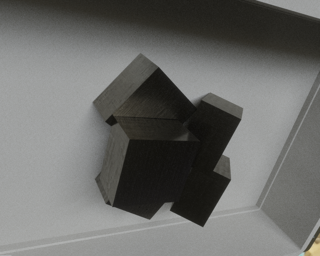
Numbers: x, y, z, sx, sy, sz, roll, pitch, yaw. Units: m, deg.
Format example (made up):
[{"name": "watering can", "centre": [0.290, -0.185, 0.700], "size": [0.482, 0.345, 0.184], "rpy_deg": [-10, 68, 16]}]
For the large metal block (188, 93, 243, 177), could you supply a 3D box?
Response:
[{"name": "large metal block", "centre": [0.065, 0.005, 0.403], "size": [0.079, 0.050, 0.080], "rpy_deg": [-65, 171, 18]}]

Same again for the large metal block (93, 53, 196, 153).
[{"name": "large metal block", "centre": [-0.017, -0.026, 0.367], "size": [0.080, 0.050, 0.080], "rpy_deg": [-45, 130, 3]}]

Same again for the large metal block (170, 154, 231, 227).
[{"name": "large metal block", "centre": [0.060, 0.079, 0.446], "size": [0.050, 0.080, 0.079], "rpy_deg": [26, 108, 3]}]

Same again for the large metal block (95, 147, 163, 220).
[{"name": "large metal block", "centre": [-0.025, 0.067, 0.416], "size": [0.080, 0.050, 0.080], "rpy_deg": [34, 99, -39]}]

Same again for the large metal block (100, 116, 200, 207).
[{"name": "large metal block", "centre": [-0.013, 0.036, 0.340], "size": [0.081, 0.050, 0.079], "rpy_deg": [3, 116, -29]}]
